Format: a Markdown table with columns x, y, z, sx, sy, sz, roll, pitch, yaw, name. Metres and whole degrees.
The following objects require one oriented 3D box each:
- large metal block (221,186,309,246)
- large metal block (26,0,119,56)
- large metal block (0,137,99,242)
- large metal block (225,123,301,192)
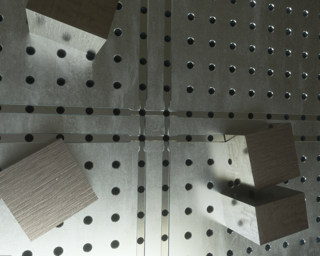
| x | y | z | sx | sy | sz | roll | pitch | yaw | name |
| --- | --- | --- | --- | --- | --- | --- | --- | --- | --- |
| 0.146 | 0.117 | 0.439 | 0.081 | 0.080 | 0.050 | -10 | 94 | -20 | large metal block |
| -0.099 | -0.127 | 0.347 | 0.081 | 0.080 | 0.050 | 17 | 84 | -20 | large metal block |
| -0.129 | 0.065 | 0.352 | 0.080 | 0.050 | 0.080 | -31 | 101 | -18 | large metal block |
| 0.151 | 0.040 | 0.457 | 0.081 | 0.050 | 0.080 | -14 | 95 | -20 | large metal block |
